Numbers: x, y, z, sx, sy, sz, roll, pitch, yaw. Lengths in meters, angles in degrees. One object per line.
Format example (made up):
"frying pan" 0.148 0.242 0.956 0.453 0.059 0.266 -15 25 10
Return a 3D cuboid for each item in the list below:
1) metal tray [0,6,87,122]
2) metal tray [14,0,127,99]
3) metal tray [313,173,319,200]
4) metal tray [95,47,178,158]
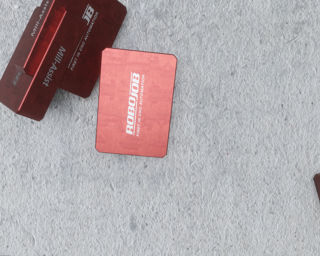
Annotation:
"metal tray" -0.148 -0.082 0.377 0.090 0.030 0.130 23 88 44
"metal tray" -0.105 -0.112 0.378 0.030 0.090 0.129 24 90 43
"metal tray" 0.270 0.115 0.410 0.090 0.030 0.129 -16 90 0
"metal tray" -0.031 -0.031 0.393 0.091 0.030 0.129 5 101 -3
